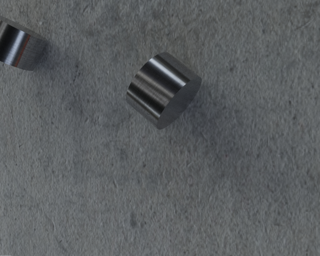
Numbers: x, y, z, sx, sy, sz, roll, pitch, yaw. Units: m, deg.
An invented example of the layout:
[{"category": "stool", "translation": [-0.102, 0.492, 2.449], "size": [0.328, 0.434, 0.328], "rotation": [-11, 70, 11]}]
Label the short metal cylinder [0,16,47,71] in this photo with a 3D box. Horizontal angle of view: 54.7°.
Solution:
[{"category": "short metal cylinder", "translation": [-0.215, -0.125, 0.454], "size": [0.080, 0.080, 0.050], "rotation": [32, 100, 17]}]

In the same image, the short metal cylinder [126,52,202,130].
[{"category": "short metal cylinder", "translation": [0.005, -0.044, 0.377], "size": [0.050, 0.080, 0.080], "rotation": [41, 103, 15]}]
